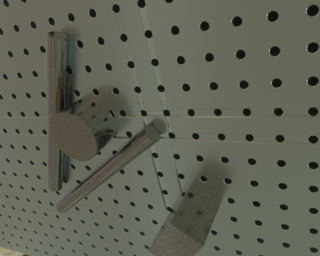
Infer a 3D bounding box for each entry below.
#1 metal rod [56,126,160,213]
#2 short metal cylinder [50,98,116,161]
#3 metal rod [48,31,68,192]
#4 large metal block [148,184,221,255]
[{"bbox_3d":[-0.100,0.082,0.514,0.025,0.025,0.299,47,129,-5],"label":"metal rod"},{"bbox_3d":[-0.112,0.002,0.456,0.080,0.050,0.079,13,124,21],"label":"short metal cylinder"},{"bbox_3d":[-0.165,-0.006,0.494,0.025,0.025,0.298,25,127,13],"label":"metal rod"},{"bbox_3d":[0.035,0.143,0.445,0.050,0.080,0.079,34,129,6],"label":"large metal block"}]
